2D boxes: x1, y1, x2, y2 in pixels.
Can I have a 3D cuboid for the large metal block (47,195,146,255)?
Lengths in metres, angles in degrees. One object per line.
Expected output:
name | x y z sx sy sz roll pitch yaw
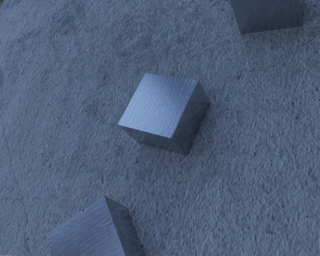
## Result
large metal block | -0.069 0.135 0.341 0.080 0.050 0.080 -35 51 5

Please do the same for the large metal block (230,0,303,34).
large metal block | 0.140 -0.174 0.402 0.080 0.080 0.050 1 62 28

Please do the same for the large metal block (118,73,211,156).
large metal block | 0.007 -0.019 0.396 0.080 0.050 0.080 14 69 33
